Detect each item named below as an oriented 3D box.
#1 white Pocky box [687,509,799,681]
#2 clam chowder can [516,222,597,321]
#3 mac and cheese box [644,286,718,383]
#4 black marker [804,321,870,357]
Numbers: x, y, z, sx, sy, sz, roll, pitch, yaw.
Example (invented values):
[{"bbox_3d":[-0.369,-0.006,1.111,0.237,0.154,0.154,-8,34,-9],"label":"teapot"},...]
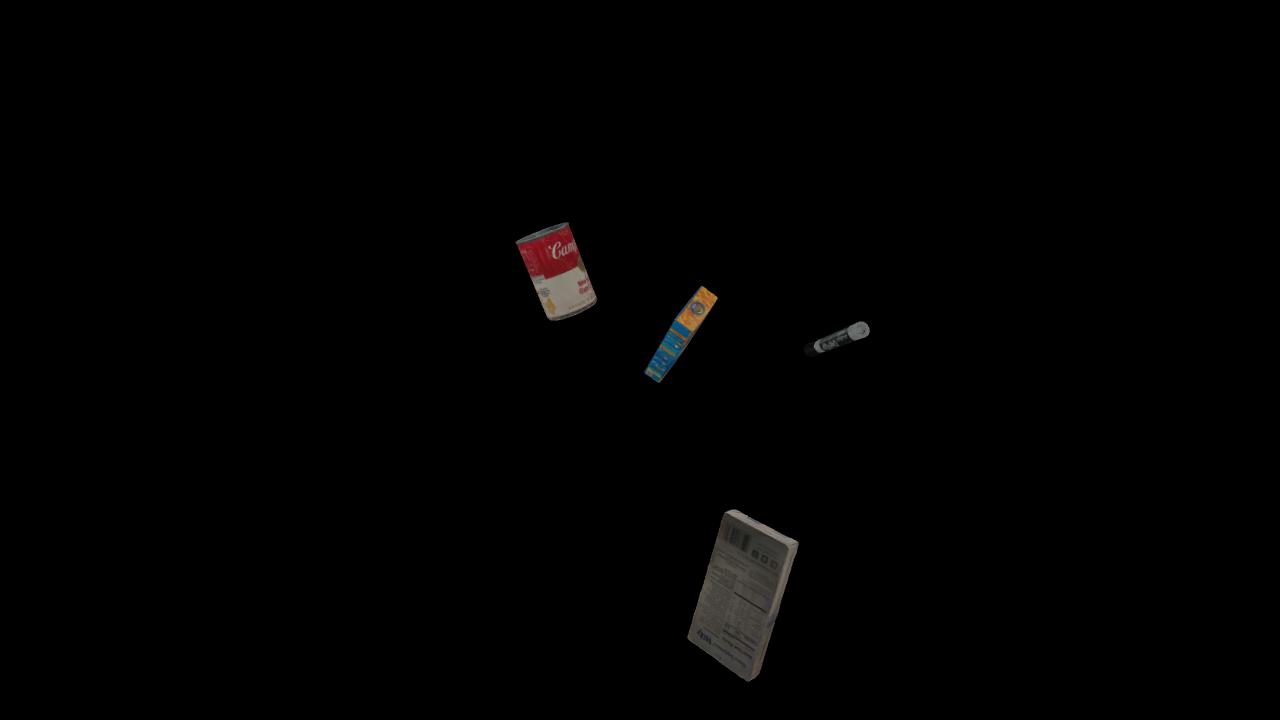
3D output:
[{"bbox_3d":[0.107,0.246,0.650,0.084,0.154,0.028,21,11,39],"label":"white Pocky box"},{"bbox_3d":[-0.100,-0.107,0.745,0.068,0.102,0.068,-18,18,6],"label":"clam chowder can"},{"bbox_3d":[0.068,-0.040,1.068,0.041,0.093,0.184,37,-32,5],"label":"mac and cheese box"},{"bbox_3d":[0.232,-0.023,0.739,0.020,0.020,0.121,0,-11,-14],"label":"black marker"}]
